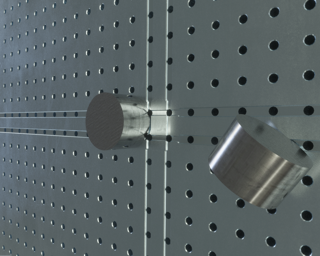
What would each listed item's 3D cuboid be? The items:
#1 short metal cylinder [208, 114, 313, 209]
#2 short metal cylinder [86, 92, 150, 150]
[{"bbox_3d":[0.094,0.030,0.296,0.080,0.081,0.050,44,117,31],"label":"short metal cylinder"},{"bbox_3d":[-0.061,-0.009,0.444,0.080,0.050,0.079,0,90,40],"label":"short metal cylinder"}]
